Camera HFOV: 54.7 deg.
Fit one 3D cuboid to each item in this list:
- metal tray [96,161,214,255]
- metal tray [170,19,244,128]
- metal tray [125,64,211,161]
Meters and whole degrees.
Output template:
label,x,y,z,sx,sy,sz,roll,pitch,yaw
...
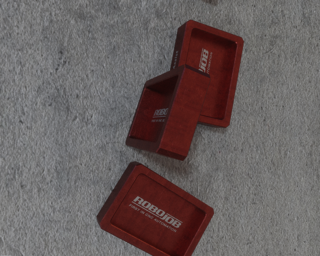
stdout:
label,x,y,z,sx,sy,sz,roll,pitch,yaw
metal tray,-0.004,0.114,0.405,0.130,0.030,0.090,34,79,-17
metal tray,0.060,-0.071,0.428,0.091,0.030,0.129,12,86,-20
metal tray,0.003,-0.015,0.354,0.030,0.130,0.090,20,84,-19
